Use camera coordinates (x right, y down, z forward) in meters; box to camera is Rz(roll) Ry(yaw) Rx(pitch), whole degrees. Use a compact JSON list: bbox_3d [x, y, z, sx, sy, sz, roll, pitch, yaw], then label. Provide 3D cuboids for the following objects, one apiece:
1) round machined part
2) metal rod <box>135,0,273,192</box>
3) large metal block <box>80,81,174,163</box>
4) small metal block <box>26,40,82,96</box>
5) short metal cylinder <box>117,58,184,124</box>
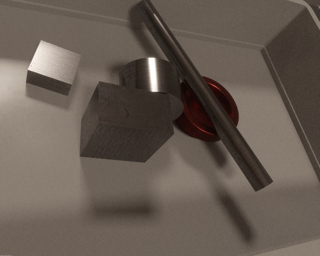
[{"bbox_3d":[0.060,-0.023,0.443,0.099,0.042,0.098,14,56,-21],"label":"round machined part"},{"bbox_3d":[0.051,-0.053,0.413,0.025,0.025,0.299,-21,73,-36],"label":"metal rod"},{"bbox_3d":[-0.041,-0.002,0.351,0.081,0.080,0.050,9,58,-24],"label":"large metal block"},{"bbox_3d":[-0.130,-0.073,0.381,0.050,0.025,0.050,18,55,-18],"label":"small metal block"},{"bbox_3d":[-0.013,-0.043,0.391,0.081,0.080,0.050,9,58,-24],"label":"short metal cylinder"}]
